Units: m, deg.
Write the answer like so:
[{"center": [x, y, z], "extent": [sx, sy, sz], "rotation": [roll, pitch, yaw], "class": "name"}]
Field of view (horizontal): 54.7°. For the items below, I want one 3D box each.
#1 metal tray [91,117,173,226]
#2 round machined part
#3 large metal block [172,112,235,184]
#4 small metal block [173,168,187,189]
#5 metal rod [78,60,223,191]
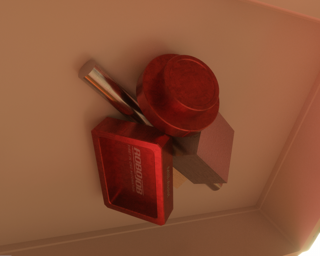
[{"center": [-0.031, 0.056, 0.385], "extent": [0.030, 0.090, 0.129], "rotation": [-51, 146, -50], "class": "metal tray"}, {"center": [0.027, -0.042, 0.347], "extent": [0.099, 0.098, 0.042], "rotation": [-2, 160, -28], "class": "round machined part"}, {"center": [0.054, 0.020, 0.409], "extent": [0.080, 0.050, 0.080], "rotation": [43, 51, -39], "class": "large metal block"}, {"center": [0.008, 0.050, 0.427], "extent": [0.025, 0.050, 0.050], "rotation": [-44, 130, 2], "class": "small metal block"}, {"center": [0.008, 0.016, 0.422], "extent": [0.025, 0.025, 0.300], "rotation": [-45, 130, 3], "class": "metal rod"}]
